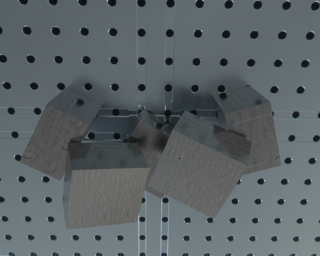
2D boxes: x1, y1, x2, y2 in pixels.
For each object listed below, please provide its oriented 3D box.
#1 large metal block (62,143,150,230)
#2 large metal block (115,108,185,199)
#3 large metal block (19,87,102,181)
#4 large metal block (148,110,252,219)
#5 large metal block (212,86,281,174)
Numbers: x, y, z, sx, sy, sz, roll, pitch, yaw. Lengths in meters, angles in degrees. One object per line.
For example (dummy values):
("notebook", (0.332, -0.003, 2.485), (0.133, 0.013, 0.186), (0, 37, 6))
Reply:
("large metal block", (-0.064, 0.064, 0.353), (0.081, 0.050, 0.079), (1, 119, -23))
("large metal block", (-0.011, 0.033, 0.411), (0.080, 0.050, 0.080), (31, 107, -11))
("large metal block", (-0.119, 0.004, 0.383), (0.050, 0.080, 0.080), (28, 107, -10))
("large metal block", (0.043, 0.040, 0.341), (0.080, 0.050, 0.079), (26, 122, 6))
("large metal block", (0.105, 0.000, 0.385), (0.050, 0.080, 0.080), (-15, 110, 5))
